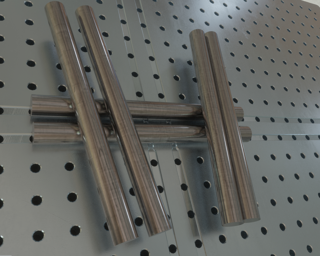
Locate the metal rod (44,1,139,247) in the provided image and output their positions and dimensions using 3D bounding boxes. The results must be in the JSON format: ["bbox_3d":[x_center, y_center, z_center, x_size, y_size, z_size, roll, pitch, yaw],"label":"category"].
[{"bbox_3d":[-0.083,-0.022,0.345,0.025,0.025,0.299,-8,66,-32],"label":"metal rod"}]

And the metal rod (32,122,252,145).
[{"bbox_3d":[-0.002,0.007,0.403,0.302,0.025,0.025,1,62,-28],"label":"metal rod"}]

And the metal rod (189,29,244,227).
[{"bbox_3d":[0.071,-0.020,0.427,0.025,0.025,0.299,9,58,-24],"label":"metal rod"}]

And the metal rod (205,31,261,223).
[{"bbox_3d":[0.094,-0.021,0.440,0.025,0.025,0.299,9,58,-24],"label":"metal rod"}]

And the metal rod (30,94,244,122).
[{"bbox_3d":[-0.010,-0.023,0.417,0.302,0.025,0.025,1,62,-28],"label":"metal rod"}]

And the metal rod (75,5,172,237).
[{"bbox_3d":[-0.050,-0.025,0.364,0.025,0.025,0.299,-8,66,-32],"label":"metal rod"}]
